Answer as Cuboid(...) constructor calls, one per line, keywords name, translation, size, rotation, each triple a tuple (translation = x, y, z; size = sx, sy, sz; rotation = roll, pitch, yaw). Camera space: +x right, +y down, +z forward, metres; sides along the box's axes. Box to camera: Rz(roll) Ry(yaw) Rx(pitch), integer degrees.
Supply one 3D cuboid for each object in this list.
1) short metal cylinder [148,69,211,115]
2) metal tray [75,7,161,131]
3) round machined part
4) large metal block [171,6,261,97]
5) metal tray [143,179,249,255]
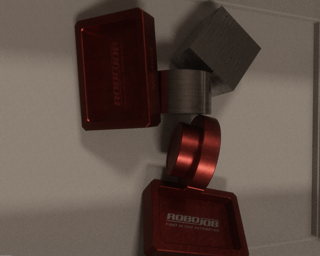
Cuboid(name="short metal cylinder", translation=(0.024, -0.042, 0.391), size=(0.081, 0.080, 0.050), rotation=(0, 90, -20))
Cuboid(name="metal tray", translation=(-0.050, -0.064, 0.361), size=(0.090, 0.030, 0.129), rotation=(-3, 92, 24))
Cuboid(name="round machined part", translation=(0.037, 0.030, 0.388), size=(0.042, 0.098, 0.098), rotation=(14, 85, -8))
Cuboid(name="large metal block", translation=(0.077, -0.101, 0.422), size=(0.080, 0.050, 0.080), rotation=(41, 70, -16))
Cuboid(name="metal tray", translation=(0.045, 0.121, 0.400), size=(0.131, 0.030, 0.090), rotation=(14, 48, -20))
